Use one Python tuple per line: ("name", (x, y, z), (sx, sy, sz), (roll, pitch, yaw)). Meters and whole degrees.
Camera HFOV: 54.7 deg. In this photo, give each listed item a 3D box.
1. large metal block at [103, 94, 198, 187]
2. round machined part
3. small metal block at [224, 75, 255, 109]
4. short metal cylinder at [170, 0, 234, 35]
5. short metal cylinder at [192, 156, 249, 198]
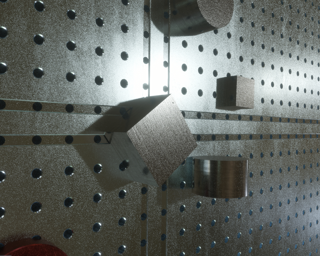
("large metal block", (-0.009, 0.014, 0.387), (0.080, 0.050, 0.080), (-43, 116, -32))
("round machined part", (-0.126, 0.160, 0.294), (0.099, 0.042, 0.097), (0, 90, -40))
("small metal block", (0.135, -0.059, 0.525), (0.050, 0.025, 0.050), (4, 88, -40))
("short metal cylinder", (0.061, -0.179, 0.446), (0.081, 0.050, 0.079), (0, 90, -40))
("short metal cylinder", (0.087, 0.068, 0.449), (0.081, 0.080, 0.050), (1, 89, -40))
